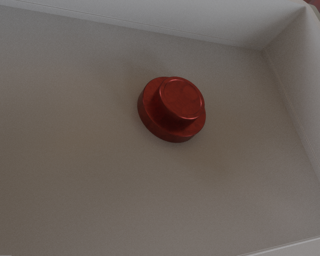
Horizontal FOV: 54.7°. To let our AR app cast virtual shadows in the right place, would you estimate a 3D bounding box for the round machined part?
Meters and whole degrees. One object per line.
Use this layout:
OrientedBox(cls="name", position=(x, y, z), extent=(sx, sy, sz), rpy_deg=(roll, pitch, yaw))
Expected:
OrientedBox(cls="round machined part", position=(0.022, -0.032, 0.428), extent=(0.099, 0.042, 0.098), rpy_deg=(14, 56, -21))
